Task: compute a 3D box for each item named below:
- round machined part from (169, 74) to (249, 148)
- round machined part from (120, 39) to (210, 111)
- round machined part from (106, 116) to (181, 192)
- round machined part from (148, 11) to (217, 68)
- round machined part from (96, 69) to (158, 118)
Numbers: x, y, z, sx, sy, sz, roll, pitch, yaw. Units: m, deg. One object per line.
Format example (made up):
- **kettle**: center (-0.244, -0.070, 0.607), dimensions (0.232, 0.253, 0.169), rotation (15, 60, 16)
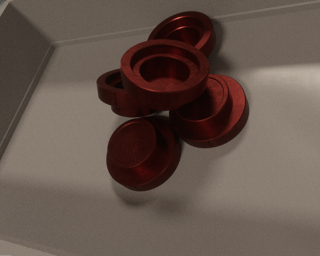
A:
- **round machined part**: center (0.056, -0.028, 0.382), dimensions (0.098, 0.042, 0.098), rotation (-13, 56, 20)
- **round machined part**: center (0.005, -0.057, 0.356), dimensions (0.099, 0.042, 0.098), rotation (2, 47, -2)
- **round machined part**: center (-0.027, 0.027, 0.391), dimensions (0.098, 0.042, 0.098), rotation (-13, 56, 20)
- **round machined part**: center (0.033, -0.118, 0.447), dimensions (0.098, 0.042, 0.098), rotation (-12, 55, 19)
- **round machined part**: center (-0.034, -0.047, 0.420), dimensions (0.099, 0.042, 0.098), rotation (-1, 29, 1)
